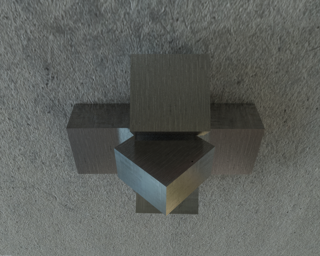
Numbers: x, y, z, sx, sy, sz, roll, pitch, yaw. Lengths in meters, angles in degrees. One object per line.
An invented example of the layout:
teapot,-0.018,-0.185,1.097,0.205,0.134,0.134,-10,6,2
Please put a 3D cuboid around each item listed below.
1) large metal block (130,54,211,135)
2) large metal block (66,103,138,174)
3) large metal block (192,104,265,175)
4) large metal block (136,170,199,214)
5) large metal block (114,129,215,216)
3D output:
large metal block,0.010,-0.034,0.337,0.081,0.080,0.050,0,174,0
large metal block,-0.068,0.014,0.403,0.081,0.050,0.079,0,130,0
large metal block,0.081,0.015,0.403,0.081,0.050,0.079,0,130,-1
large metal block,0.009,0.087,0.439,0.081,0.080,0.050,2,87,-1
large metal block,0.005,0.041,0.364,0.080,0.081,0.050,32,140,32
